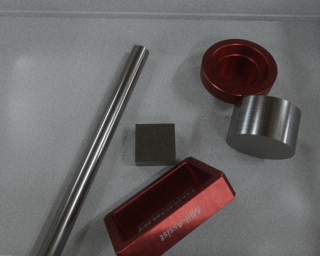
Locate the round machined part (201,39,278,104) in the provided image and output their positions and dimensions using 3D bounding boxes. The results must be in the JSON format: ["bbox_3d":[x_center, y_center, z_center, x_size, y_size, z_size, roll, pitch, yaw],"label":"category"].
[{"bbox_3d":[0.104,-0.071,0.422,0.099,0.042,0.098,0,60,0],"label":"round machined part"}]

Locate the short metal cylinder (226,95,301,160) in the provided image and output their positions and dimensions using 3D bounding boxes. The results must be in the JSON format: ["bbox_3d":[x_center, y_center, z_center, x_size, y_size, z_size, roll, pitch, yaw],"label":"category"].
[{"bbox_3d":[0.127,0.001,0.382,0.080,0.080,0.050,16,71,5],"label":"short metal cylinder"}]

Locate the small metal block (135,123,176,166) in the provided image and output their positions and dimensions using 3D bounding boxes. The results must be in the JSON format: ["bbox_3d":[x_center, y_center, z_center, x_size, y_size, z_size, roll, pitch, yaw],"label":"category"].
[{"bbox_3d":[-0.006,0.022,0.402,0.050,0.025,0.050,-1,70,-1],"label":"small metal block"}]

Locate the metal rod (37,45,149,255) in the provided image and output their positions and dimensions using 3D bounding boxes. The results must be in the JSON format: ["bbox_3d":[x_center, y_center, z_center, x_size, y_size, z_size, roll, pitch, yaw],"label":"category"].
[{"bbox_3d":[-0.078,0.019,0.401,0.025,0.025,0.300,19,71,6],"label":"metal rod"}]

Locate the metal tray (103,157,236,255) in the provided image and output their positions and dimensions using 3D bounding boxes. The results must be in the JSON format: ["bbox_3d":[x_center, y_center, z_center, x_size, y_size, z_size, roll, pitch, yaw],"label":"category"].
[{"bbox_3d":[0.006,0.088,0.341,0.131,0.090,0.030,-34,105,-12],"label":"metal tray"}]
